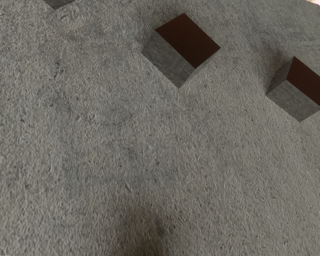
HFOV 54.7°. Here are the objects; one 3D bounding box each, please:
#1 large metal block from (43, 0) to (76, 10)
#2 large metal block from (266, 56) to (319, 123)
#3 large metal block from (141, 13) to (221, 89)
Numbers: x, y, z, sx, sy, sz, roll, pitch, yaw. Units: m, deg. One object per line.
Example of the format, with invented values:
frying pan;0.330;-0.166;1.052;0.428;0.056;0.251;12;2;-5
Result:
large metal block;-0.132;-0.226;0.435;0.050;0.080;0.080;42;51;0
large metal block;0.250;-0.071;0.566;0.080;0.050;0.080;37;51;-3
large metal block;0.033;-0.120;0.479;0.080;0.050;0.080;45;51;2
